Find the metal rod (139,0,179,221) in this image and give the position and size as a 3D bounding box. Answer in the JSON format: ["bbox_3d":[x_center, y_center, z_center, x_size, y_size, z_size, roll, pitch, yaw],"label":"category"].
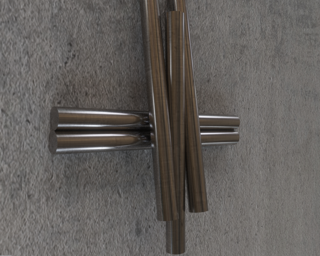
[{"bbox_3d":[-0.003,-0.041,0.378,0.025,0.025,0.298,0,82,-40],"label":"metal rod"}]

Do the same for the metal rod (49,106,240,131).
[{"bbox_3d":[0.007,-0.010,0.415,0.302,0.025,0.025,0,90,-40],"label":"metal rod"}]

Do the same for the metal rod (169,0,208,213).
[{"bbox_3d":[0.036,-0.042,0.411,0.025,0.025,0.298,0,82,-40],"label":"metal rod"}]

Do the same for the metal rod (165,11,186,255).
[{"bbox_3d":[0.019,0.006,0.391,0.025,0.025,0.298,0,90,-40],"label":"metal rod"}]

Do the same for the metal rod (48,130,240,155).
[{"bbox_3d":[0.006,0.015,0.414,0.302,0.025,0.025,0,90,-40],"label":"metal rod"}]
